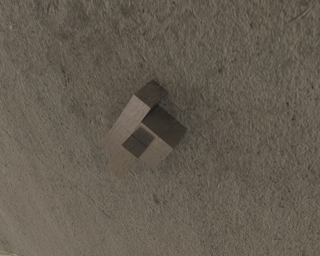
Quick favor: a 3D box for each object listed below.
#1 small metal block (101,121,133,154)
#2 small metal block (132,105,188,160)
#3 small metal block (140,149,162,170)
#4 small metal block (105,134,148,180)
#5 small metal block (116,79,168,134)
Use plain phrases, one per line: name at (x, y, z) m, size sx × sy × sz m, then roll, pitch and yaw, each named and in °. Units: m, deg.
small metal block at (-0.046, 0.003, 0.416) m, size 0.025 × 0.050 × 0.050 m, roll 40°, pitch 129°, yaw 1°
small metal block at (0.001, 0.005, 0.393) m, size 0.050 × 0.050 × 0.025 m, roll 40°, pitch 129°, yaw 0°
small metal block at (-0.011, 0.021, 0.426) m, size 0.050 × 0.025 × 0.050 m, roll 40°, pitch 129°, yaw 0°
small metal block at (-0.037, 0.031, 0.397) m, size 0.025 × 0.050 × 0.050 m, roll 40°, pitch 129°, yaw 1°
small metal block at (-0.022, -0.027, 0.385) m, size 0.025 × 0.050 × 0.050 m, roll 40°, pitch 129°, yaw 1°
